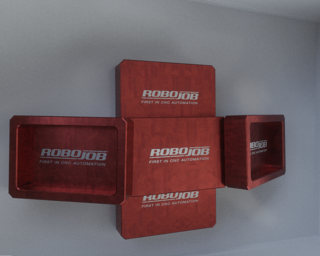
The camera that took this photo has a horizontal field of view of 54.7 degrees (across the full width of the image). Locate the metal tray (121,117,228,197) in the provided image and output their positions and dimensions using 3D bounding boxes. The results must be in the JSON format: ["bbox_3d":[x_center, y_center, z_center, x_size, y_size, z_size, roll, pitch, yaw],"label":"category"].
[{"bbox_3d":[0.019,0.032,0.381,0.131,0.030,0.089,-1,90,-21],"label":"metal tray"}]

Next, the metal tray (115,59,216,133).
[{"bbox_3d":[0.009,-0.039,0.408,0.131,0.030,0.089,-1,90,-21],"label":"metal tray"}]

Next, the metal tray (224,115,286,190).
[{"bbox_3d":[0.133,0.027,0.422,0.131,0.030,0.089,-3,92,-49],"label":"metal tray"}]

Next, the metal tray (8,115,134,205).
[{"bbox_3d":[-0.096,0.032,0.338,0.131,0.030,0.089,1,91,9],"label":"metal tray"}]

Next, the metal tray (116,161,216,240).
[{"bbox_3d":[0.009,0.090,0.408,0.131,0.030,0.089,-1,90,-21],"label":"metal tray"}]
